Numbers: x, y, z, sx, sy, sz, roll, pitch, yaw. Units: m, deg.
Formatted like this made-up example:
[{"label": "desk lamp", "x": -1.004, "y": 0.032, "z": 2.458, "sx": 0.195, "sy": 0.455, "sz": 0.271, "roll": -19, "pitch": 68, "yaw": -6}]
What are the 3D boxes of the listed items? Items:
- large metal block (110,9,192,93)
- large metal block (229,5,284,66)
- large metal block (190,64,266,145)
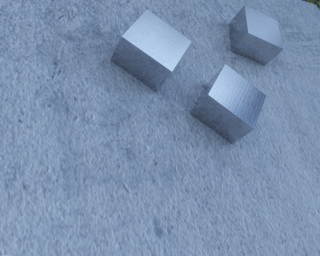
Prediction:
[{"label": "large metal block", "x": -0.012, "y": -0.113, "z": 0.452, "sx": 0.080, "sy": 0.050, "sz": 0.080, "roll": 34, "pitch": 51, "yaw": -6}, {"label": "large metal block", "x": 0.184, "y": -0.178, "z": 0.598, "sx": 0.081, "sy": 0.050, "sz": 0.080, "roll": 17, "pitch": 55, "yaw": -19}, {"label": "large metal block", "x": 0.104, "y": -0.036, "z": 0.468, "sx": 0.080, "sy": 0.050, "sz": 0.080, "roll": 36, "pitch": 51, "yaw": -5}]
